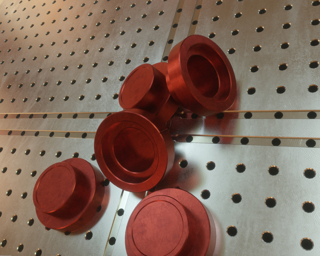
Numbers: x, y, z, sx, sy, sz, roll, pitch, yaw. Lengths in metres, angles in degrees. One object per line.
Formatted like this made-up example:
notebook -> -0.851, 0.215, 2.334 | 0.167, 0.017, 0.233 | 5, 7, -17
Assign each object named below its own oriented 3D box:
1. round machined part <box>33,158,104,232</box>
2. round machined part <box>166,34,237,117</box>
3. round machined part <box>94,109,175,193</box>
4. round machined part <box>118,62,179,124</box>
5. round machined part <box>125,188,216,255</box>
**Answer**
round machined part -> -0.127, 0.084, 0.411 | 0.098, 0.042, 0.098 | -13, 56, 20
round machined part -> 0.046, -0.060, 0.380 | 0.042, 0.098, 0.098 | -23, 49, 47
round machined part -> -0.027, 0.024, 0.374 | 0.098, 0.042, 0.097 | 6, 104, 24
round machined part -> -0.018, -0.047, 0.415 | 0.098, 0.042, 0.098 | -28, 47, 35
round machined part -> 0.005, 0.110, 0.326 | 0.098, 0.042, 0.098 | -13, 56, 20
